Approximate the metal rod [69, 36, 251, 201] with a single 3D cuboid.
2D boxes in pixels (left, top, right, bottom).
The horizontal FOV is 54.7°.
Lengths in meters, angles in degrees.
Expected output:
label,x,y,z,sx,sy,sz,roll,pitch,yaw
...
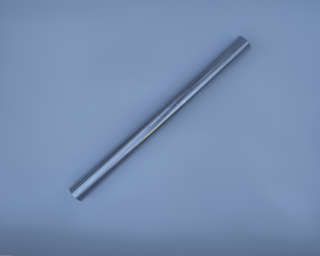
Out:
label,x,y,z,sx,sy,sz,roll,pitch,yaw
metal rod,0.001,-0.013,0.411,0.300,0.025,0.025,-42,91,-1
